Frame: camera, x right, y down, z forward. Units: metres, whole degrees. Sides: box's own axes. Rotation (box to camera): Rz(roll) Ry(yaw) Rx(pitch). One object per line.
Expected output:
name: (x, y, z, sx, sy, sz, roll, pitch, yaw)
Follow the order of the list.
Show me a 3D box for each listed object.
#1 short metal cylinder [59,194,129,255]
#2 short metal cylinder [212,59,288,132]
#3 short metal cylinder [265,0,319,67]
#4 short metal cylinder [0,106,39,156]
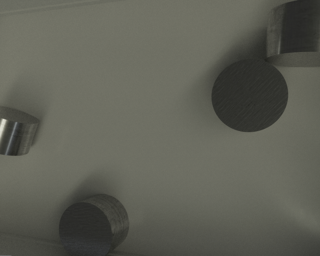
short metal cylinder: (-0.090, 0.136, 0.428, 0.080, 0.050, 0.079, 0, 90, 19)
short metal cylinder: (0.105, -0.035, 0.360, 0.080, 0.050, 0.079, 0, 90, 19)
short metal cylinder: (0.155, -0.096, 0.327, 0.080, 0.080, 0.050, 4, 92, 19)
short metal cylinder: (-0.229, 0.002, 0.460, 0.080, 0.080, 0.050, 23, 98, 18)
